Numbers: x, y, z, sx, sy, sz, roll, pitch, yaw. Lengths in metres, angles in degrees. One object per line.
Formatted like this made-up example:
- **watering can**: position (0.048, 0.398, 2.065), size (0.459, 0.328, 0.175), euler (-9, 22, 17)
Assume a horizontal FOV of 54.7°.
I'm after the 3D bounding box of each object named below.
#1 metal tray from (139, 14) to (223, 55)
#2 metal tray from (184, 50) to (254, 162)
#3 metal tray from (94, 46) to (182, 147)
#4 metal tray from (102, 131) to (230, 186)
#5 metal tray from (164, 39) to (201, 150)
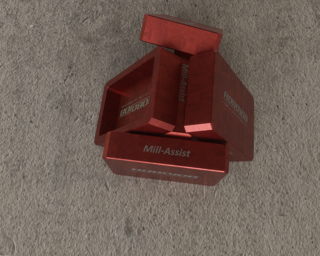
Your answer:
- **metal tray**: position (0.034, -0.123, 0.406), size (0.090, 0.130, 0.030), euler (17, 112, 5)
- **metal tray**: position (0.076, -0.019, 0.364), size (0.030, 0.130, 0.090), euler (-7, 67, 33)
- **metal tray**: position (-0.030, -0.029, 0.368), size (0.030, 0.130, 0.090), euler (20, 66, -32)
- **metal tray**: position (0.007, 0.039, 0.360), size (0.131, 0.090, 0.030), euler (7, 70, 2)
- **metal tray**: position (0.026, -0.036, 0.388), size (0.030, 0.090, 0.130), euler (7, 70, 2)
